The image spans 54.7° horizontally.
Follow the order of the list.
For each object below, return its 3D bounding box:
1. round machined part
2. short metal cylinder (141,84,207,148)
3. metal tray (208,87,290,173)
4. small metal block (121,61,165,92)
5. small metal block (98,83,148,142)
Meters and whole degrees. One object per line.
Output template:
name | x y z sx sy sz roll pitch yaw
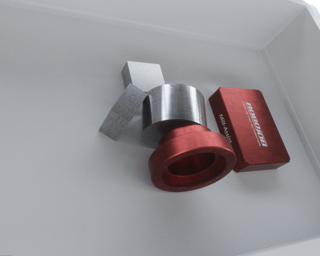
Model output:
round machined part | 0.035 0.033 0.360 0.099 0.097 0.042 6 49 -26
short metal cylinder | 0.017 -0.011 0.388 0.081 0.080 0.050 13 57 -22
metal tray | 0.136 0.000 0.478 0.091 0.030 0.130 0 62 -29
small metal block | -0.022 -0.064 0.434 0.050 0.025 0.050 0 62 -29
small metal block | -0.045 -0.019 0.378 0.025 0.050 0.050 34 51 -7
